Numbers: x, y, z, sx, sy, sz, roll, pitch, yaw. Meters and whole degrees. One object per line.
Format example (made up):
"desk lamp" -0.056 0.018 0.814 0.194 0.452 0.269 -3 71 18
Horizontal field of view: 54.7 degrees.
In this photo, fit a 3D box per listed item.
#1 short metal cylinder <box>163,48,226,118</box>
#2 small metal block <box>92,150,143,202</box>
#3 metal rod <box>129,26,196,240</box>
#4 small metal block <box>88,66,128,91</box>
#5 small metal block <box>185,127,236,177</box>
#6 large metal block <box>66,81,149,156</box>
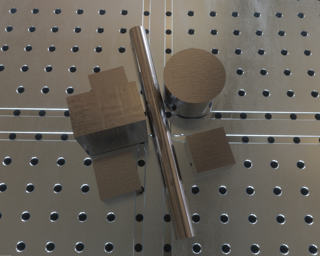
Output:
"short metal cylinder" 0.044 -0.060 0.420 0.081 0.050 0.080 0 70 0
"small metal block" -0.053 0.061 0.389 0.050 0.025 0.050 -15 71 -6
"metal rod" -0.002 -0.008 0.414 0.025 0.025 0.299 -12 70 -5
"small metal block" -0.068 -0.053 0.430 0.050 0.025 0.050 -16 71 -6
"small metal block" 0.064 0.031 0.401 0.050 0.025 0.050 -14 71 -6
"large metal block" -0.061 -0.009 0.383 0.081 0.080 0.050 -15 71 -6
